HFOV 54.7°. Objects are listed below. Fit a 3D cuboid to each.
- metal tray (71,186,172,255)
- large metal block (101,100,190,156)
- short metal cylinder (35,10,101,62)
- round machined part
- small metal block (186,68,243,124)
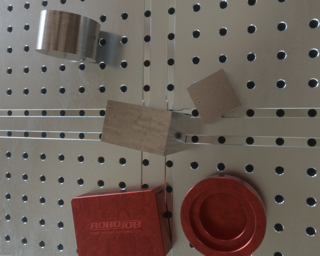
[{"bbox_3d":[-0.055,0.133,0.429,0.130,0.030,0.089,-10,87,19],"label":"metal tray"},{"bbox_3d":[-0.015,-0.001,0.389,0.080,0.080,0.050,12,94,19],"label":"large metal block"},{"bbox_3d":[-0.126,-0.124,0.428,0.080,0.080,0.050,10,93,20],"label":"short metal cylinder"},{"bbox_3d":[0.078,0.105,0.376,0.098,0.042,0.097,0,90,20],"label":"round machined part"},{"bbox_3d":[0.069,-0.039,0.388,0.050,0.025,0.050,-28,81,18],"label":"small metal block"}]
